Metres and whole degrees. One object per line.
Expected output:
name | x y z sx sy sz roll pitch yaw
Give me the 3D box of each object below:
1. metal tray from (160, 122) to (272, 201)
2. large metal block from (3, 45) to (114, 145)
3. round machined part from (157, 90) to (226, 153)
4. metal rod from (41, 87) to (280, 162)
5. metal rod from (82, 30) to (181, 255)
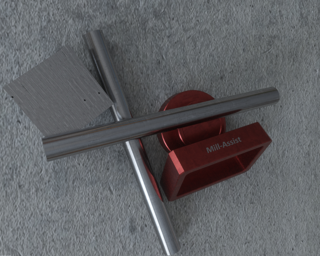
metal tray | 0.069 0.045 0.401 0.131 0.089 0.030 -17 60 -20
large metal block | -0.114 -0.034 0.354 0.080 0.050 0.080 -40 103 -16
round machined part | 0.048 -0.003 0.419 0.099 0.042 0.097 0 90 -21
metal rod | 0.019 -0.011 0.369 0.303 0.025 0.025 -14 95 -22
metal rod | -0.033 0.024 0.397 0.025 0.025 0.298 -22 98 -19
